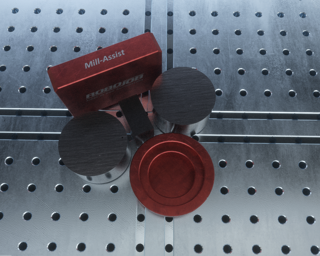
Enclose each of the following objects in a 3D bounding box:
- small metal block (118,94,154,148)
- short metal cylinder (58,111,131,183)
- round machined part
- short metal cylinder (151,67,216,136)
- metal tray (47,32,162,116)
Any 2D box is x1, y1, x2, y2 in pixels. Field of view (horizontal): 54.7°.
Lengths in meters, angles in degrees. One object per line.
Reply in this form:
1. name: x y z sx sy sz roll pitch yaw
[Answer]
1. small metal block: -0.029 -0.008 0.396 0.025 0.050 0.050 -24 72 -8
2. short metal cylinder: -0.078 0.025 0.385 0.081 0.050 0.080 0 70 0
3. round machined part: 0.014 0.058 0.377 0.099 0.042 0.098 0 70 0
4. short metal cylinder: 0.029 -0.033 0.407 0.081 0.050 0.080 0 70 0
5. metal tray: -0.063 -0.064 0.395 0.131 0.090 0.030 -22 72 -8
